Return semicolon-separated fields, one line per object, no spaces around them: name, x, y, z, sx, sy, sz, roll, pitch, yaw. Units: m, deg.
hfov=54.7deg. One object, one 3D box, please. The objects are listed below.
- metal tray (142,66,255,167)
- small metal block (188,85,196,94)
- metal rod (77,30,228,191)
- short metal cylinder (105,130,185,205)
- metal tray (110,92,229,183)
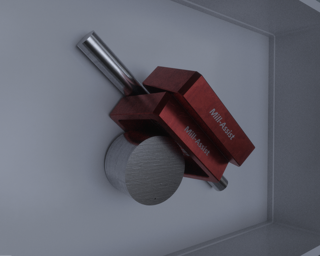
metal tray;0.046;-0.014;0.370;0.030;0.090;0.130;-49;121;-9
small metal block;0.025;-0.041;0.427;0.050;0.025;0.050;48;61;-30
metal rod;0.007;-0.005;0.415;0.300;0.025;0.025;46;62;-30
short metal cylinder;-0.018;0.045;0.368;0.081;0.050;0.079;-6;100;-34
metal tray;0.012;0.014;0.375;0.130;0.090;0.030;47;62;-30
